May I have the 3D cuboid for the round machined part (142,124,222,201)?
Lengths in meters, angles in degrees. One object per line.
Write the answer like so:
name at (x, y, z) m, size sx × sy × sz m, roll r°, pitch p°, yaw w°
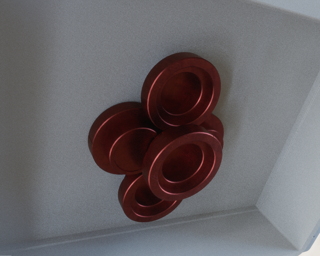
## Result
round machined part at (0.023, 0.037, 0.378) m, size 0.099 × 0.042 × 0.097 m, roll -14°, pitch 125°, yaw -21°

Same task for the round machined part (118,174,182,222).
round machined part at (-0.013, 0.083, 0.441) m, size 0.099 × 0.042 × 0.097 m, roll -14°, pitch 125°, yaw -21°

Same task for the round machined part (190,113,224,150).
round machined part at (0.050, 0.023, 0.438) m, size 0.099 × 0.042 × 0.097 m, roll -14°, pitch 125°, yaw -21°

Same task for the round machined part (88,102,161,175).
round machined part at (-0.037, 0.020, 0.389) m, size 0.099 × 0.042 × 0.097 m, roll -14°, pitch 125°, yaw -21°

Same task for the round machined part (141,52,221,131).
round machined part at (0.022, -0.046, 0.380) m, size 0.099 × 0.042 × 0.097 m, roll -14°, pitch 125°, yaw -21°
